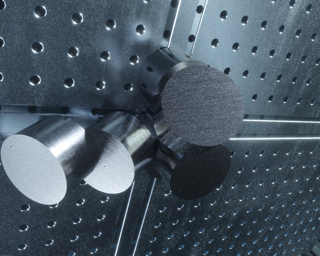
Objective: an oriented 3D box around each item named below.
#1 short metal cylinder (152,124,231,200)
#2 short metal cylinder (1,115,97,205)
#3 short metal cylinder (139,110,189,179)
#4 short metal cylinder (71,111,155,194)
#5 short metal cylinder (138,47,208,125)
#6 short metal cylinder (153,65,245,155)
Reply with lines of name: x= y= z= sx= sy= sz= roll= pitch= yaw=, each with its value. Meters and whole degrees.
short metal cylinder: x=0.037 y=0.039 z=0.372 sx=0.081 sy=0.050 sz=0.079 roll=-14 pitch=124 yaw=-21
short metal cylinder: x=-0.115 y=0.032 z=0.324 sx=0.050 sy=0.080 sz=0.079 roll=-47 pitch=149 yaw=-56
short metal cylinder: x=0.006 y=0.020 z=0.409 sx=0.081 sy=0.050 sz=0.079 roll=-14 pitch=124 yaw=-21
short metal cylinder: x=-0.053 y=0.027 z=0.354 sx=0.050 sy=0.080 sz=0.079 roll=-45 pitch=148 yaw=-56
short metal cylinder: x=0.020 y=-0.051 z=0.374 sx=0.081 sy=0.050 sz=0.079 roll=-14 pitch=124 yaw=-21
short metal cylinder: x=0.037 y=-0.016 z=0.312 sx=0.081 sy=0.080 sz=0.050 roll=-22 pitch=170 yaw=-16
